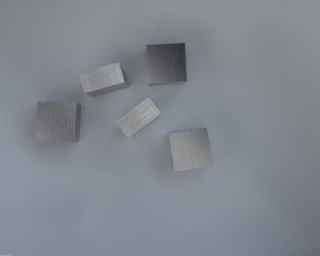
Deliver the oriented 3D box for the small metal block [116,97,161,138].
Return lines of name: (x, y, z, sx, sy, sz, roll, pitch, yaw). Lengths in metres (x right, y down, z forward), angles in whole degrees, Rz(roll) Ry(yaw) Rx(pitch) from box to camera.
small metal block: (-0.026, -0.013, 0.399, 0.050, 0.050, 0.025, -37, 90, 0)

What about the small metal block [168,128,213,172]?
small metal block: (0.040, 0.028, 0.412, 0.050, 0.025, 0.050, -9, 90, 0)

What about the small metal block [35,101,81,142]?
small metal block: (-0.134, -0.008, 0.410, 0.050, 0.025, 0.050, 3, 90, 0)

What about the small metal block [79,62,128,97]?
small metal block: (-0.070, -0.061, 0.398, 0.050, 0.050, 0.025, -16, 90, 0)

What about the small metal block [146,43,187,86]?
small metal block: (0.008, -0.084, 0.411, 0.050, 0.025, 0.050, -3, 90, 0)
